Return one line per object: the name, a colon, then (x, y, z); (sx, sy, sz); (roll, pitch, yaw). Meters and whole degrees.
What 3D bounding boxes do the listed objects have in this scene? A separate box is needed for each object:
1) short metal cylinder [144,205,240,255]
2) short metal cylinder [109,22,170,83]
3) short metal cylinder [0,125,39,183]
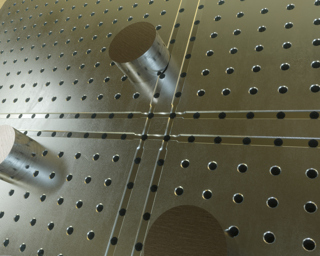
short metal cylinder: (0.032, 0.121, 0.301); (0.080, 0.050, 0.080); (-13, 56, 21)
short metal cylinder: (-0.032, -0.117, 0.481); (0.080, 0.050, 0.080); (-13, 56, 21)
short metal cylinder: (-0.244, 0.041, 0.495); (0.080, 0.050, 0.080); (-13, 56, 21)
